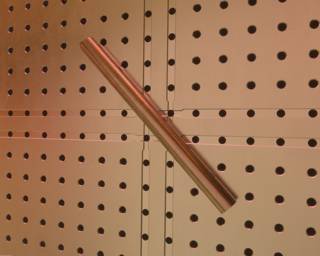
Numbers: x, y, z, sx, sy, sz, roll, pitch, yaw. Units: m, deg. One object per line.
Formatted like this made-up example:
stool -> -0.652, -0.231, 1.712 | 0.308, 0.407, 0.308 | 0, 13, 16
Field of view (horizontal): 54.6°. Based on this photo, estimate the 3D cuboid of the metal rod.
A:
metal rod -> -0.010, -0.012, 0.417 | 0.025, 0.025, 0.300 | -44, 76, 15
